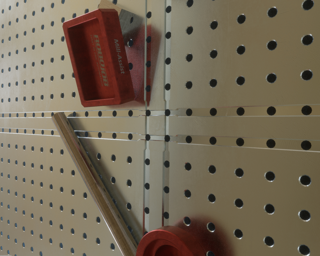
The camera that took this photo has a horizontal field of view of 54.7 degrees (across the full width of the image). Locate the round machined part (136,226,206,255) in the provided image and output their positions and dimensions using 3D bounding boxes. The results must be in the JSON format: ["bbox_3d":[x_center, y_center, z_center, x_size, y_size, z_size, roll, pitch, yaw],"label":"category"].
[{"bbox_3d":[0.020,0.169,0.380,0.098,0.042,0.097,0,90,39],"label":"round machined part"}]

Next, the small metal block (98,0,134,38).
[{"bbox_3d":[-0.073,-0.161,0.467,0.050,0.025,0.050,40,114,32],"label":"small metal block"}]

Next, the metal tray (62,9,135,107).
[{"bbox_3d":[-0.091,-0.098,0.455,0.090,0.030,0.129,-1,106,39],"label":"metal tray"}]

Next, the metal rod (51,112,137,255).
[{"bbox_3d":[-0.104,0.090,0.492,0.025,0.025,0.300,-50,61,28],"label":"metal rod"}]
